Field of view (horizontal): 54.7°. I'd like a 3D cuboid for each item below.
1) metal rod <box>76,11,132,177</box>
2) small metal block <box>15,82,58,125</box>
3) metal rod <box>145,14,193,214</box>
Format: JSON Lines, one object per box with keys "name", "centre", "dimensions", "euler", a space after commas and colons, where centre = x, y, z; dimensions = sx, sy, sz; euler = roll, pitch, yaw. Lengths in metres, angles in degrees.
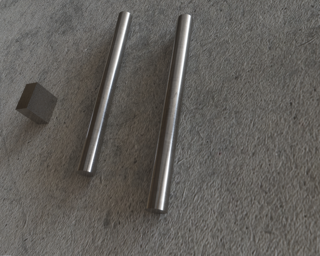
{"name": "metal rod", "centre": [-0.081, -0.069, 0.486], "dimensions": [0.025, 0.025, 0.299], "euler": [-6, 59, 25]}
{"name": "small metal block", "centre": [-0.204, -0.040, 0.517], "dimensions": [0.025, 0.050, 0.050], "euler": [-4, 60, 26]}
{"name": "metal rod", "centre": [0.018, -0.038, 0.416], "dimensions": [0.025, 0.025, 0.299], "euler": [-5, 59, 25]}
